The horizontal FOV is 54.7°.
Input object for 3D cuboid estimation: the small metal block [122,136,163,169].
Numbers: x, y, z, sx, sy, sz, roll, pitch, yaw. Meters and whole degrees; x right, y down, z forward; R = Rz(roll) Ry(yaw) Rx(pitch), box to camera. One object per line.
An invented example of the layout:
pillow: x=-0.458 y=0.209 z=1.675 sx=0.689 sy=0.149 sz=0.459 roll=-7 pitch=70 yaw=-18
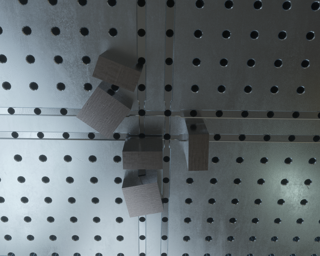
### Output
small metal block: x=-0.022 y=0.032 z=0.412 sx=0.050 sy=0.050 sz=0.025 roll=0 pitch=110 yaw=-1

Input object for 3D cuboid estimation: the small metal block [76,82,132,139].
small metal block: x=-0.072 y=-0.023 z=0.404 sx=0.050 sy=0.025 sz=0.050 roll=36 pitch=106 yaw=-13

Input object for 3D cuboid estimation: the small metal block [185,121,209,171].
small metal block: x=0.048 y=0.022 z=0.409 sx=0.025 sy=0.050 sz=0.050 roll=-1 pitch=110 yaw=0

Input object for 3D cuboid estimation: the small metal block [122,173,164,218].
small metal block: x=-0.024 y=0.098 z=0.449 sx=0.050 sy=0.025 sz=0.050 roll=-11 pitch=110 yaw=3

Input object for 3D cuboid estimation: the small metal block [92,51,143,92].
small metal block: x=-0.049 y=-0.069 z=0.374 sx=0.050 sy=0.050 sz=0.025 roll=20 pitch=109 yaw=-8
